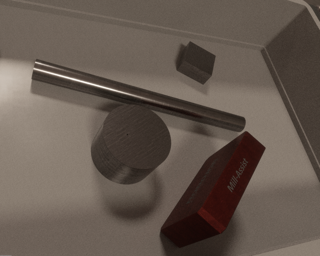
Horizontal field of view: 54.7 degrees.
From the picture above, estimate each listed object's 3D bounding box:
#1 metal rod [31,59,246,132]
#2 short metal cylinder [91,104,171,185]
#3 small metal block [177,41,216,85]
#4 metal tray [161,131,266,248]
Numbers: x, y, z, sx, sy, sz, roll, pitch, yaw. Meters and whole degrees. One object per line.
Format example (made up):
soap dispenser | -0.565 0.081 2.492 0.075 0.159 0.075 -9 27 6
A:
metal rod | -0.013 -0.038 0.423 0.302 0.025 0.025 13 56 -21
short metal cylinder | -0.034 0.020 0.361 0.081 0.050 0.080 14 56 -21
small metal block | 0.060 -0.106 0.505 0.050 0.025 0.050 26 52 -13
metal tray | 0.062 0.069 0.356 0.030 0.090 0.131 42 51 0
